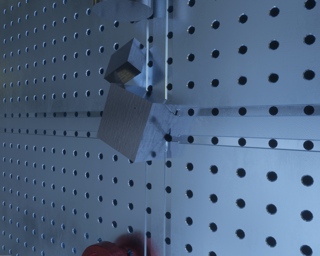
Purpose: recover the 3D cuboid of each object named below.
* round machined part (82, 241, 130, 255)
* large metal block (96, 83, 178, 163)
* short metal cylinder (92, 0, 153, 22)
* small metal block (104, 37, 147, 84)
[{"bbox_3d":[-0.073,0.217,0.459,0.098,0.042,0.097,0,90,40],"label":"round machined part"},{"bbox_3d":[-0.033,-0.009,0.420,0.080,0.050,0.079,29,108,36],"label":"large metal block"},{"bbox_3d":[-0.049,-0.181,0.415,0.080,0.081,0.050,1,91,40],"label":"short metal cylinder"},{"bbox_3d":[-0.048,-0.091,0.434,0.050,0.025,0.050,-26,41,37],"label":"small metal block"}]
